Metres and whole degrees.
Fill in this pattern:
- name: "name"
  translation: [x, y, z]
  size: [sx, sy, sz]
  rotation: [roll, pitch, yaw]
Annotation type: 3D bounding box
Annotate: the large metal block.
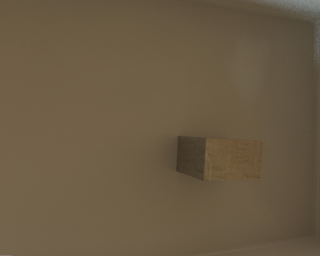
- name: "large metal block"
  translation: [0.076, 0.039, 0.411]
  size: [0.081, 0.080, 0.050]
  rotation: [4, 89, -20]
